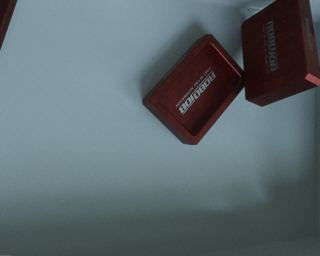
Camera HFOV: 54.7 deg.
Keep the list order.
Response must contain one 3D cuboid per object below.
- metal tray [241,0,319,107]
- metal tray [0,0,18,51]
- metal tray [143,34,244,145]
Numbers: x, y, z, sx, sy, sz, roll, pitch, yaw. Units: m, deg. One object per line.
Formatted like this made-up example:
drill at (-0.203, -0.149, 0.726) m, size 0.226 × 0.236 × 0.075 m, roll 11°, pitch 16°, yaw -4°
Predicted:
metal tray at (0.155, -0.103, 0.411) m, size 0.030 × 0.090 × 0.130 m, roll 16°, pitch 66°, yaw -32°
metal tray at (-0.194, -0.122, 0.284) m, size 0.030 × 0.130 × 0.090 m, roll 15°, pitch 85°, yaw 11°
metal tray at (0.051, -0.052, 0.426) m, size 0.090 × 0.030 × 0.130 m, roll 44°, pitch 76°, yaw -15°
